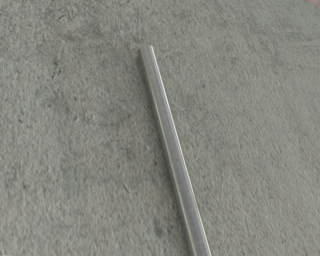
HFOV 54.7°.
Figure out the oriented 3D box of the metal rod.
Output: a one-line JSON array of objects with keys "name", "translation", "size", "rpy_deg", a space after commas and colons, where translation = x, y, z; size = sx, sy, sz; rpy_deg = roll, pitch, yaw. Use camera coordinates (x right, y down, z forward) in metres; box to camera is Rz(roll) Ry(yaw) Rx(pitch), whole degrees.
[{"name": "metal rod", "translation": [0.013, 0.016, 0.402], "size": [0.025, 0.025, 0.299], "rpy_deg": [0, 62, -29]}]
